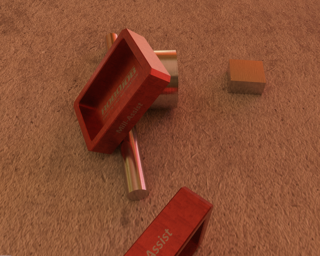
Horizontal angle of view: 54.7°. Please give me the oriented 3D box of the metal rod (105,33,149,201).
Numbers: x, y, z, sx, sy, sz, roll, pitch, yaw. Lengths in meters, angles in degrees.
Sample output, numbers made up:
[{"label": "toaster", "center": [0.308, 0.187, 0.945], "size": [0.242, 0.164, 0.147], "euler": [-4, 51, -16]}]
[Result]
[{"label": "metal rod", "center": [-0.053, -0.039, 0.435], "size": [0.025, 0.025, 0.300], "euler": [-8, 51, -7]}]

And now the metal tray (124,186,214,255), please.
[{"label": "metal tray", "center": [-0.008, 0.121, 0.259], "size": [0.030, 0.089, 0.131], "euler": [32, 57, 23]}]

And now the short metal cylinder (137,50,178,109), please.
[{"label": "short metal cylinder", "center": [-0.004, -0.066, 0.423], "size": [0.050, 0.080, 0.080], "euler": [-2, 50, -2]}]

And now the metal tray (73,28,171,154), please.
[{"label": "metal tray", "center": [-0.052, -0.042, 0.376], "size": [0.030, 0.129, 0.090], "euler": [15, 35, -43]}]

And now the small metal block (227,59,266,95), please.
[{"label": "small metal block", "center": [0.130, -0.078, 0.470], "size": [0.050, 0.025, 0.050], "euler": [4, 50, 3]}]
